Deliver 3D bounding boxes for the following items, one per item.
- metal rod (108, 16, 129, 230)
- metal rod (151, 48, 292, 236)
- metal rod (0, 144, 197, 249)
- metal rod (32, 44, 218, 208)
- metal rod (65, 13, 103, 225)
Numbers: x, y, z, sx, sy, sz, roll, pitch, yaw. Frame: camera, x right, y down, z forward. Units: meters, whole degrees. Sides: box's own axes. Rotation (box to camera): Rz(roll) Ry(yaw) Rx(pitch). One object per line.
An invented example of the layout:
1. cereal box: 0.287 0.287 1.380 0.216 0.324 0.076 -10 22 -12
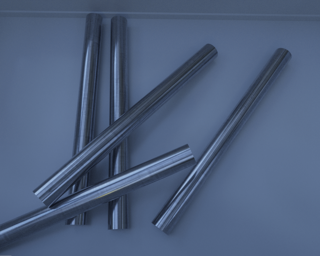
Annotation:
1. metal rod: -0.055 -0.021 0.416 0.025 0.025 0.299 -2 70 -1
2. metal rod: 0.089 0.006 0.407 0.025 0.025 0.300 35 73 12
3. metal rod: -0.102 0.089 0.348 0.301 0.025 0.025 -23 72 1
4. metal rod: -0.028 -0.017 0.393 0.025 0.025 0.301 41 66 13
5. metal rod: -0.099 -0.026 0.418 0.025 0.025 0.299 0 70 0
